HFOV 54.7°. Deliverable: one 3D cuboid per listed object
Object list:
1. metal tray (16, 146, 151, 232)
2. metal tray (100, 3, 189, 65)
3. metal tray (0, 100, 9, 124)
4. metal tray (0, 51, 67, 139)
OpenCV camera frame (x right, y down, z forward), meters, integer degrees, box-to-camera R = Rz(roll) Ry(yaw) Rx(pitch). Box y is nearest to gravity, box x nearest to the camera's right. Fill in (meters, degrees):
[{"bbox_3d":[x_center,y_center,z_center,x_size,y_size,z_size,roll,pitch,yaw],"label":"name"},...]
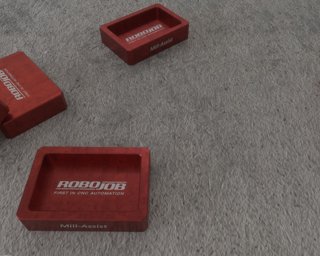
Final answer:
[{"bbox_3d":[-0.077,0.065,0.344,0.131,0.030,0.090,1,50,0],"label":"metal tray"},{"bbox_3d":[-0.026,-0.167,0.539,0.131,0.030,0.090,-31,57,-24],"label":"metal tray"},{"bbox_3d":[-0.266,-0.008,0.381,0.130,0.030,0.090,13,65,19],"label":"metal tray"},{"bbox_3d":[-0.207,-0.052,0.442,0.091,0.030,0.130,-34,58,-25],"label":"metal tray"}]
